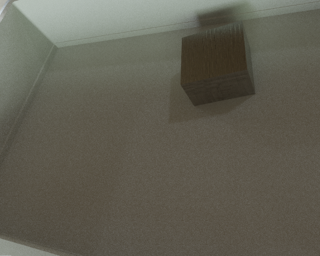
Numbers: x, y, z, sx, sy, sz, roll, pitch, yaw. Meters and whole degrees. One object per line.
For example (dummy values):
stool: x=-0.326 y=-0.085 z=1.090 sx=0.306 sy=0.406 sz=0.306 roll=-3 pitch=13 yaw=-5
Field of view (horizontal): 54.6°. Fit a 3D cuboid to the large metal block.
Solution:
large metal block: x=0.074 y=-0.082 z=0.402 sx=0.080 sy=0.050 sz=0.080 roll=-10 pitch=57 yaw=23
